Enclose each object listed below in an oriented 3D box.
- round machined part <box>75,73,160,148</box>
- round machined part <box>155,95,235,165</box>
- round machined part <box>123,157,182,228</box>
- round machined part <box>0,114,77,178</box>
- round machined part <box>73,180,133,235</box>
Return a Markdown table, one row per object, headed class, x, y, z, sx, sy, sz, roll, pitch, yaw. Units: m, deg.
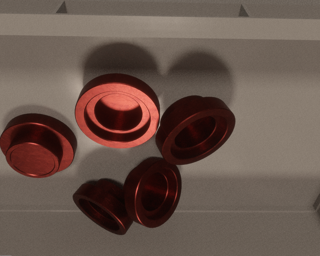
| class | x | y | z | sx | sy | sz | roll | pitch | yaw |
| --- | --- | --- | --- | --- | --- | --- | --- | --- | --- |
| round machined part | -0.049 | -0.024 | 0.376 | 0.099 | 0.042 | 0.097 | 0 | 130 | 0 |
| round machined part | 0.039 | -0.002 | 0.382 | 0.099 | 0.042 | 0.097 | -18 | 142 | -15 |
| round machined part | -0.015 | 0.090 | 0.451 | 0.042 | 0.098 | 0.098 | 7 | 141 | 41 |
| round machined part | -0.167 | 0.031 | 0.422 | 0.099 | 0.042 | 0.097 | -1 | 130 | 0 |
| round machined part | -0.082 | 0.118 | 0.478 | 0.098 | 0.042 | 0.097 | 23 | 143 | 19 |
